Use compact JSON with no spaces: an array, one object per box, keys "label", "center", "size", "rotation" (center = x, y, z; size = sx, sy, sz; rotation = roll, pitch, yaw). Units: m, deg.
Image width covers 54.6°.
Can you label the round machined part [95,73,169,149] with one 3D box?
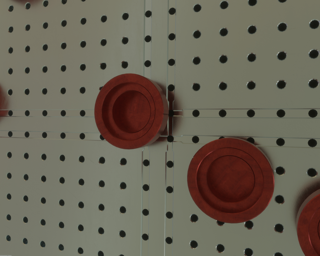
[{"label":"round machined part","center":[-0.034,-0.021,0.416],"size":[0.098,0.042,0.097],"rotation":[0,90,20]}]

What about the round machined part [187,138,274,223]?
[{"label":"round machined part","center":[0.086,0.060,0.374],"size":[0.098,0.042,0.097],"rotation":[0,90,20]}]

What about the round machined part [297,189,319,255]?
[{"label":"round machined part","center":[0.200,0.109,0.333],"size":[0.098,0.042,0.097],"rotation":[0,90,20]}]
